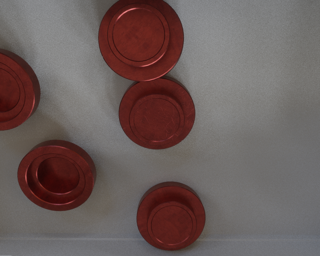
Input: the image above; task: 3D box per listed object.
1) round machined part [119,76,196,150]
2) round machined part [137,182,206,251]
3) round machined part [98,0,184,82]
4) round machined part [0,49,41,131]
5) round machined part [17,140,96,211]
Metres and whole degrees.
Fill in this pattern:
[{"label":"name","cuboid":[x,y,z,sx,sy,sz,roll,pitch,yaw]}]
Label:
[{"label":"round machined part","cuboid":[-0.004,-0.016,0.396,0.099,0.042,0.097,0,110,-1]},{"label":"round machined part","cuboid":[0.016,0.129,0.440,0.099,0.042,0.097,0,98,-2]},{"label":"round machined part","cuboid":[-0.022,-0.102,0.353,0.099,0.042,0.097,0,97,3]},{"label":"round machined part","cuboid":[-0.197,-0.049,0.381,0.099,0.042,0.097,0,110,-1]},{"label":"round machined part","cuboid":[-0.136,0.060,0.423,0.099,0.042,0.097,0,110,-1]}]
